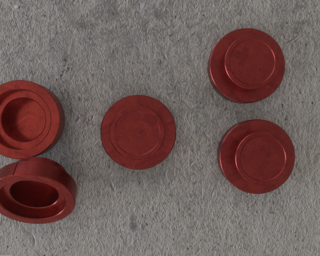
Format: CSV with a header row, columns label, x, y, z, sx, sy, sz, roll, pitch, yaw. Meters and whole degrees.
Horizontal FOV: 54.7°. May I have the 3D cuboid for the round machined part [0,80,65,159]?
label,x,y,z,sx,sy,sz,roll,pitch,yaw
round machined part,-0.172,-0.010,0.400,0.099,0.042,0.097,0,90,0

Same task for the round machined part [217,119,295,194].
label,x,y,z,sx,sy,sz,roll,pitch,yaw
round machined part,0.127,0.037,0.402,0.099,0.042,0.097,0,90,0

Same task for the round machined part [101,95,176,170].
label,x,y,z,sx,sy,sz,roll,pitch,yaw
round machined part,-0.028,0.006,0.401,0.099,0.042,0.097,0,90,0

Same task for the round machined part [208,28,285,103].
label,x,y,z,sx,sy,sz,roll,pitch,yaw
round machined part,0.114,-0.082,0.402,0.099,0.042,0.097,0,90,0

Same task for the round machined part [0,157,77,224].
label,x,y,z,sx,sy,sz,roll,pitch,yaw
round machined part,-0.153,0.073,0.384,0.099,0.042,0.097,-3,131,-3
